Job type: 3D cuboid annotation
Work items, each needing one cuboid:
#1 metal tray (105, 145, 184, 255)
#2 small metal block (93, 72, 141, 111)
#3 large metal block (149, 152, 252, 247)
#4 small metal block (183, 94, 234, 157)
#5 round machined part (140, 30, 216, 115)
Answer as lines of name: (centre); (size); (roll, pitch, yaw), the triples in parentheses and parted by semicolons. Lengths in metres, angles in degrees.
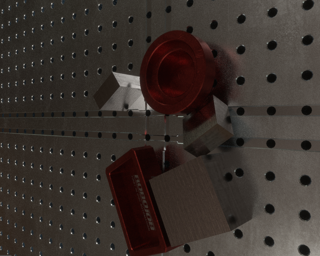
metal tray: (-0.025, 0.099, 0.411); (0.090, 0.030, 0.129); (-37, 67, 48)
small metal block: (-0.057, -0.050, 0.438); (0.050, 0.050, 0.025); (-44, 64, 31)
large metal block: (0.044, 0.081, 0.355); (0.080, 0.050, 0.080); (-31, 71, 35)
small metal block: (0.052, -0.001, 0.349); (0.050, 0.025, 0.050); (-41, 29, 32)
round machined part: (0.025, -0.064, 0.375); (0.098, 0.042, 0.097); (-2, 87, 40)
